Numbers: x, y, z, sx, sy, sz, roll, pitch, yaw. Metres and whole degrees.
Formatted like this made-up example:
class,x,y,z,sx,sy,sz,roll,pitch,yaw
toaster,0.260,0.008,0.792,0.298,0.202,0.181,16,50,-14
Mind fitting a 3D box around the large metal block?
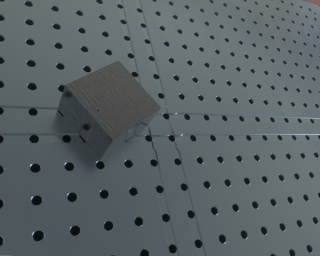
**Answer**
class,x,y,z,sx,sy,sz,roll,pitch,yaw
large metal block,-0.061,-0.024,0.374,0.080,0.050,0.080,49,51,6
